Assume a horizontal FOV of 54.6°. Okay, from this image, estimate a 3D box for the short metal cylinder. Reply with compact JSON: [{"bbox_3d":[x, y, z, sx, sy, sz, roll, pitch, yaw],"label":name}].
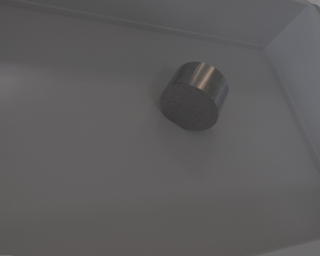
[{"bbox_3d":[0.047,-0.042,0.421,0.080,0.080,0.050,34,51,-6],"label":"short metal cylinder"}]
